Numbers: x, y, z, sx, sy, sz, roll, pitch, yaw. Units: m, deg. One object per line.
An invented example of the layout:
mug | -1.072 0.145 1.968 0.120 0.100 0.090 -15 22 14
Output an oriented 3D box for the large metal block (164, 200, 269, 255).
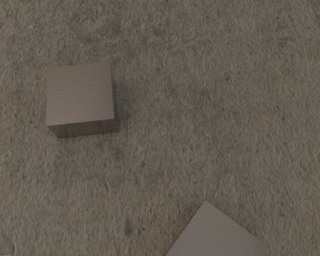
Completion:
large metal block | 0.057 0.140 0.344 0.080 0.050 0.080 36 74 12

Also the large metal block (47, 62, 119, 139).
large metal block | -0.100 -0.036 0.407 0.081 0.050 0.080 -6 70 -3
